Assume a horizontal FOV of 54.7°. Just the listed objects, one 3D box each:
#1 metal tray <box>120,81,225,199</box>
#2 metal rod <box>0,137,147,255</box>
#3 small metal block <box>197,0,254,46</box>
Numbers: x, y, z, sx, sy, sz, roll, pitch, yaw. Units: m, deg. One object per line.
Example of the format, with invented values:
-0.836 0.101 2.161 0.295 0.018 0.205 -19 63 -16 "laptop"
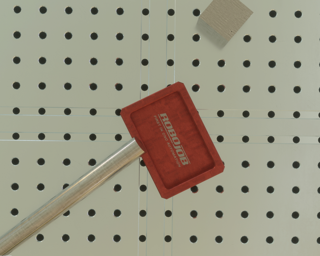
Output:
0.016 0.016 0.410 0.090 0.030 0.130 -26 90 0 "metal tray"
-0.144 0.109 0.396 0.300 0.025 0.025 -37 90 6 "metal rod"
0.086 -0.147 0.414 0.050 0.025 0.050 40 90 0 "small metal block"
